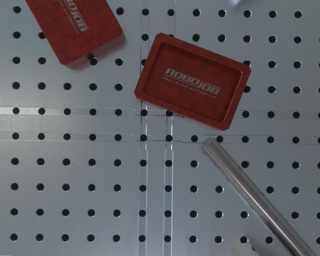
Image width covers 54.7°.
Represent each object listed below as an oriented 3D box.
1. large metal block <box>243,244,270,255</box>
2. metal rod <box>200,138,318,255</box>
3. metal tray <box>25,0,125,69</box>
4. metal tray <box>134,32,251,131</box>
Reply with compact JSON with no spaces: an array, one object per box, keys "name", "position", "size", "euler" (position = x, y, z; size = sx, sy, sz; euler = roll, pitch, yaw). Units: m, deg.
[{"name":"large metal block","position":[0.137,0.215,0.402],"size":[0.080,0.050,0.080],"euler":[33,90,0]},{"name":"metal rod","position":[0.162,0.134,0.414],"size":[0.025,0.025,0.300],"euler":[-41,90,0]},{"name":"metal tray","position":[-0.117,-0.156,0.410],"size":[0.090,0.030,0.130],"euler":[-29,90,0]},{"name":"metal tray","position":[0.042,-0.059,0.411],"size":[0.131,0.030,0.090],"euler":[21,90,0]}]
